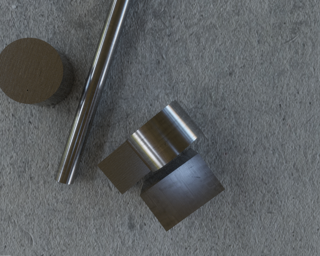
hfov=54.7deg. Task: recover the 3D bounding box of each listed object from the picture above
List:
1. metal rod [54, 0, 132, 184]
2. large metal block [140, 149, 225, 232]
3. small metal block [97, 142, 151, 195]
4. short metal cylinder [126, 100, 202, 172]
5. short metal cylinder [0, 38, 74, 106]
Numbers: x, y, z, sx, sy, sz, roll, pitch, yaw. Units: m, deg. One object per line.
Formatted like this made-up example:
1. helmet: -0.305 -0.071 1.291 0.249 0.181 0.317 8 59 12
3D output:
1. metal rod: -0.081 -0.072 0.408 0.025 0.025 0.298 18 90 -1
2. large metal block: 0.025 0.071 0.383 0.080 0.080 0.050 -36 90 0
3. small metal block: -0.045 0.051 0.409 0.050 0.025 0.050 -40 91 0
4. short metal cylinder: 0.005 0.010 0.383 0.080 0.080 0.050 -40 90 0
5. short metal cylinder: -0.156 -0.069 0.395 0.081 0.050 0.079 0 90 -1
